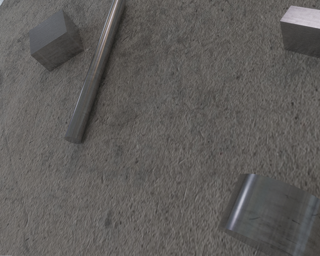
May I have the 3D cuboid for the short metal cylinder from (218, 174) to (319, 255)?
[{"bbox_3d":[0.098,0.081,0.268,0.080,0.080,0.050,16,70,34],"label":"short metal cylinder"}]

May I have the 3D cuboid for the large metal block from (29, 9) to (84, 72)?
[{"bbox_3d":[-0.200,-0.168,0.596,0.080,0.050,0.080,-29,52,9],"label":"large metal block"}]

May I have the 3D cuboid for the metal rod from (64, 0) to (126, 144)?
[{"bbox_3d":[-0.103,-0.113,0.527,0.025,0.025,0.300,-3,60,27],"label":"metal rod"}]

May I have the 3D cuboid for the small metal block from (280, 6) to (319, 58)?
[{"bbox_3d":[0.174,-0.113,0.366,0.050,0.050,0.025,29,78,37],"label":"small metal block"}]
